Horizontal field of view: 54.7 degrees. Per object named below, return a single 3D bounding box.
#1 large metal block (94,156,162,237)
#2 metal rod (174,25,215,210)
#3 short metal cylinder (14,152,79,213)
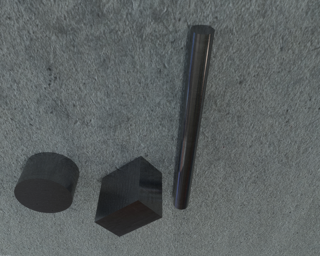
[{"bbox_3d":[-0.044,0.100,0.456,0.080,0.080,0.050,-31,124,23],"label":"large metal block"},{"bbox_3d":[0.039,0.012,0.417,0.025,0.025,0.298,1,130,-1],"label":"metal rod"},{"bbox_3d":[-0.165,0.082,0.459,0.081,0.050,0.079,0,130,0],"label":"short metal cylinder"}]
